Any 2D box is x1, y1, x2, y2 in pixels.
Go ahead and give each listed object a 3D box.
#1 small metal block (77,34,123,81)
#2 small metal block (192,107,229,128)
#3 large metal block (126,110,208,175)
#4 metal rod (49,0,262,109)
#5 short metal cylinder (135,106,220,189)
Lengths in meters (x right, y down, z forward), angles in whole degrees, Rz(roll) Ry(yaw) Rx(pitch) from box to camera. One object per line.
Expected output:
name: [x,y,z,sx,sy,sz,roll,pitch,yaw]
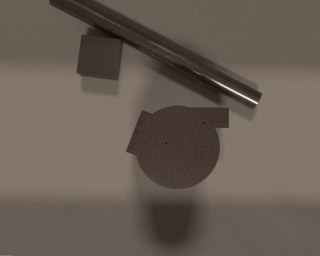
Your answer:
small metal block: [-0.079,-0.092,0.410,0.050,0.025,0.050,7,90,-1]
small metal block: [0.058,-0.013,0.400,0.050,0.050,0.025,0,90,-1]
large metal block: [0.008,0.017,0.384,0.080,0.080,0.050,21,90,-1]
metal rod: [-0.005,-0.105,0.411,0.301,0.025,0.025,27,90,-1]
short metal cylinder: [0.017,0.018,0.319,0.081,0.050,0.079,0,90,-1]
